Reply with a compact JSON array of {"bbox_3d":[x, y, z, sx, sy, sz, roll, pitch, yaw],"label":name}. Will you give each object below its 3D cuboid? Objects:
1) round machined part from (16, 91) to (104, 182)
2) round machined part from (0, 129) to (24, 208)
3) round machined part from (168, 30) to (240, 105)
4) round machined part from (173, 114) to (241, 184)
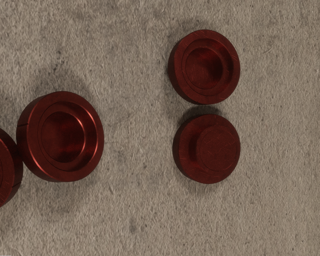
[{"bbox_3d":[-0.113,0.011,0.343,0.099,0.042,0.098,16,69,-51],"label":"round machined part"},{"bbox_3d":[-0.189,0.040,0.319,0.099,0.042,0.097,0,96,0],"label":"round machined part"},{"bbox_3d":[0.056,-0.079,0.422,0.099,0.042,0.097,0,90,-21],"label":"round machined part"},{"bbox_3d":[0.071,0.029,0.428,0.099,0.042,0.097,0,90,-21],"label":"round machined part"}]
